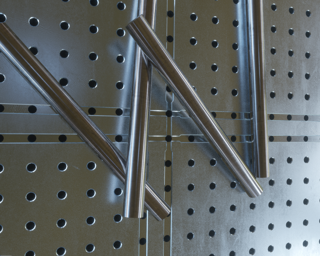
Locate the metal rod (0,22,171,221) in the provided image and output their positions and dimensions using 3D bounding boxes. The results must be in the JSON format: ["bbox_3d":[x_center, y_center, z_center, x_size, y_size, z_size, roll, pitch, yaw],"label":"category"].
[{"bbox_3d":[-0.089,0.003,0.379,0.025,0.025,0.300,-43,104,-15],"label":"metal rod"}]

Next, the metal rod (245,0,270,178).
[{"bbox_3d":[0.146,-0.076,0.465,0.025,0.025,0.298,-3,91,-20],"label":"metal rod"}]

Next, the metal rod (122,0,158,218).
[{"bbox_3d":[-0.023,-0.043,0.387,0.025,0.025,0.299,6,82,-20],"label":"metal rod"}]

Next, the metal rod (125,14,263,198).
[{"bbox_3d":[0.056,-0.014,0.411,0.025,0.025,0.300,-44,112,-14],"label":"metal rod"}]
